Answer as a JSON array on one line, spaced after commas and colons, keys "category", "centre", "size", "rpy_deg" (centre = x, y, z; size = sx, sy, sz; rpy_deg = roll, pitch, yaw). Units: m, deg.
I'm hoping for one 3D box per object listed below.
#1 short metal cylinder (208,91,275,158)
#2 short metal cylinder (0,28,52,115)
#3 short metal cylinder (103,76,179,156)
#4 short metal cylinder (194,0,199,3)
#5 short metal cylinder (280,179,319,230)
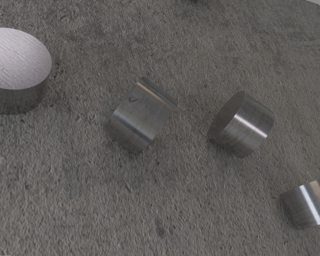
[{"category": "short metal cylinder", "centre": [0.111, -0.005, 0.431], "size": [0.050, 0.080, 0.080], "rpy_deg": [34, 51, -6]}, {"category": "short metal cylinder", "centre": [-0.164, -0.061, 0.337], "size": [0.081, 0.050, 0.080], "rpy_deg": [14, 56, -21]}, {"category": "short metal cylinder", "centre": [-0.023, -0.014, 0.365], "size": [0.050, 0.080, 0.080], "rpy_deg": [37, 51, -4]}, {"category": "short metal cylinder", "centre": [0.074, -0.286, 0.583], "size": [0.050, 0.080, 0.080], "rpy_deg": [36, 51, -5]}, {"category": "short metal cylinder", "centre": [0.213, 0.101, 0.421], "size": [0.081, 0.080, 0.050], "rpy_deg": [-5, 65, -31]}]
